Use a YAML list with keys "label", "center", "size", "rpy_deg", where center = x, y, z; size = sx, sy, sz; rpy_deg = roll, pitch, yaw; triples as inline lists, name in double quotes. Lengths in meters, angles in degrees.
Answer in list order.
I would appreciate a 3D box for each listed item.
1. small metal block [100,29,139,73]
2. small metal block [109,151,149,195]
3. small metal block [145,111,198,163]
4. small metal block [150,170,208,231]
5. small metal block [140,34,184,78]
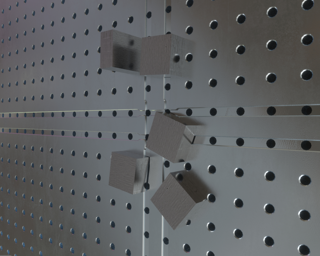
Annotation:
- label: "small metal block"
  center: [-0.056, -0.106, 0.437]
  size: [0.025, 0.050, 0.050]
  rpy_deg: [2, 91, 40]
- label: "small metal block"
  center: [-0.045, 0.062, 0.445]
  size: [0.050, 0.025, 0.050]
  rpy_deg: [11, 97, 39]
- label: "small metal block"
  center: [0.014, 0.011, 0.396]
  size: [0.050, 0.025, 0.050]
  rpy_deg: [27, 107, 36]
- label: "small metal block"
  center: [0.023, 0.090, 0.389]
  size: [0.050, 0.025, 0.050]
  rpy_deg: [47, 118, 29]
- label: "small metal block"
  center: [0.002, -0.093, 0.406]
  size: [0.050, 0.025, 0.050]
  rpy_deg: [6, 94, 39]
